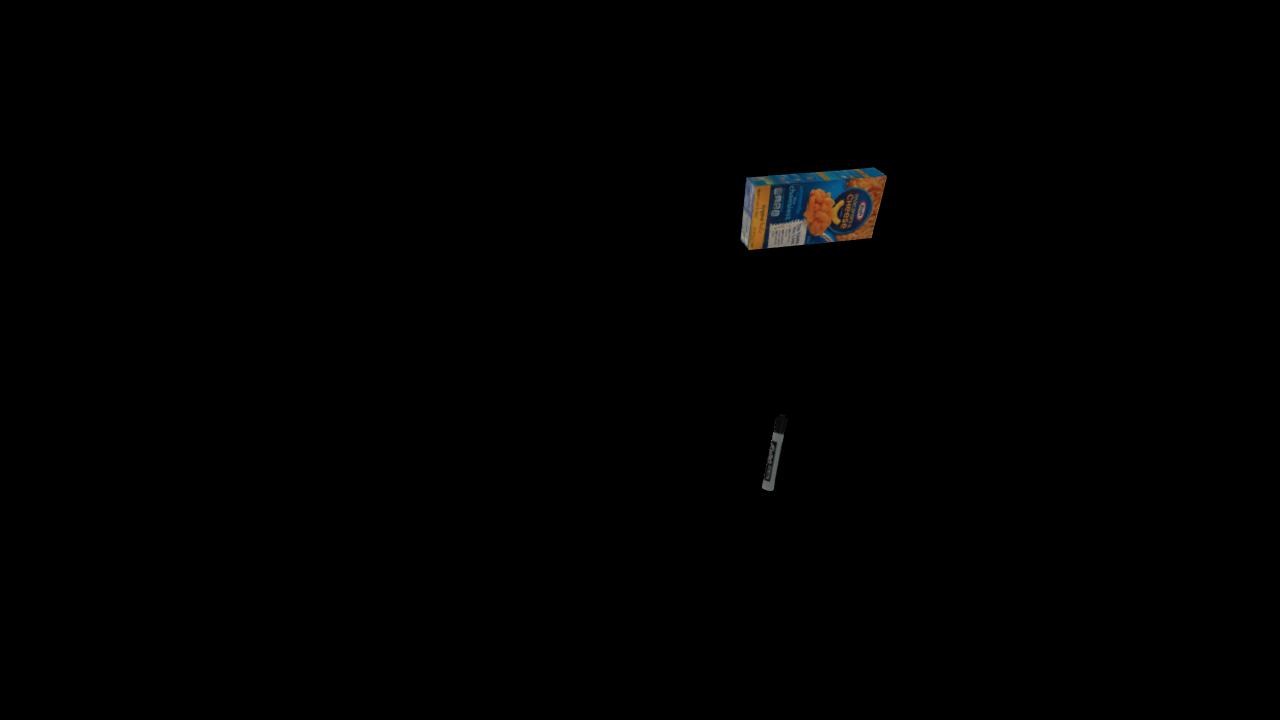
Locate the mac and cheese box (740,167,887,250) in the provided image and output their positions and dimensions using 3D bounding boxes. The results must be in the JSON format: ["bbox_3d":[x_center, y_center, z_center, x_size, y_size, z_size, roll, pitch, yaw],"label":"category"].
[{"bbox_3d":[0.231,-0.204,0.830,0.184,0.093,0.041,-7,36,-9],"label":"mac and cheese box"}]

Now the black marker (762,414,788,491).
[{"bbox_3d":[0.209,0.143,0.953,0.020,0.121,0.020,9,9,-1],"label":"black marker"}]
